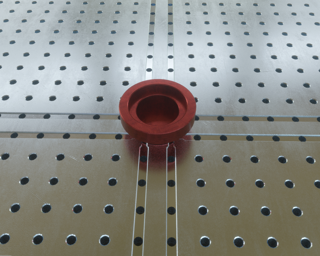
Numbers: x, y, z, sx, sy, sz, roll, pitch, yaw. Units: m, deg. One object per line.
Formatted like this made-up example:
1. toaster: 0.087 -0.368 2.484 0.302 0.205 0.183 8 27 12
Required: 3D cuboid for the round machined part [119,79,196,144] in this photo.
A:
1. round machined part: -0.003 -0.017 0.410 0.099 0.042 0.098 0 50 0
